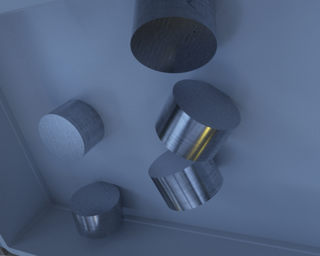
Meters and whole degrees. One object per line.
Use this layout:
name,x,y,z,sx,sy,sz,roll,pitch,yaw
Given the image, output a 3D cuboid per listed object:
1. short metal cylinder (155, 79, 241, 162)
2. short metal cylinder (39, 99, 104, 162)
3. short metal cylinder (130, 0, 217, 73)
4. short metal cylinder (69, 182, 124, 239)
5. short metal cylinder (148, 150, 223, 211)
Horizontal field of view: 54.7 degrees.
short metal cylinder,0.041,-0.009,0.345,0.080,0.080,0.050,33,129,6
short metal cylinder,-0.132,0.004,0.464,0.080,0.050,0.079,13,124,21
short metal cylinder,0.014,-0.097,0.300,0.080,0.050,0.080,2,155,1
short metal cylinder,-0.103,0.134,0.511,0.080,0.080,0.050,9,122,24
short metal cylinder,0.032,0.058,0.392,0.080,0.080,0.050,-18,109,35
